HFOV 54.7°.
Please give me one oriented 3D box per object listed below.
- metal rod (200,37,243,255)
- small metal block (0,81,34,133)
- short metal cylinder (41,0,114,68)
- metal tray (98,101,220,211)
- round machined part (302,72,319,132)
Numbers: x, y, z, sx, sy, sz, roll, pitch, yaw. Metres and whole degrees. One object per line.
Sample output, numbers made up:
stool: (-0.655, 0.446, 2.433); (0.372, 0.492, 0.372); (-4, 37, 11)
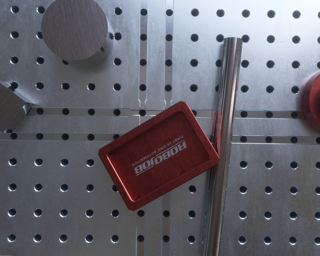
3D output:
metal rod: (0.082, 0.030, 0.414); (0.025, 0.025, 0.298); (6, 90, -1)
small metal block: (-0.207, -0.028, 0.411); (0.050, 0.025, 0.050); (37, 90, -1)
short metal cylinder: (-0.103, -0.122, 0.399); (0.081, 0.050, 0.079); (0, 90, -1)
metal tray: (-0.001, 0.035, 0.398); (0.130, 0.030, 0.090); (-31, 84, 6)
round machined part: (0.245, -0.036, 0.408); (0.099, 0.042, 0.097); (0, 90, -1)
